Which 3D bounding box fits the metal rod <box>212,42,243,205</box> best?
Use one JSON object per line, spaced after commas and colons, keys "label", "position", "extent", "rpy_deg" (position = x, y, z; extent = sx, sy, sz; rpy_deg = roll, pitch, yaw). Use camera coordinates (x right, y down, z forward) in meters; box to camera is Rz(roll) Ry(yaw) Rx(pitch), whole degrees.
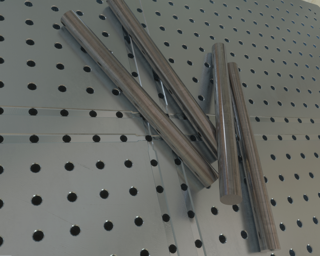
{"label": "metal rod", "position": [0.092, -0.030, 0.450], "extent": [0.025, 0.025, 0.300], "rpy_deg": [21, 46, -16]}

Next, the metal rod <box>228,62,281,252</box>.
{"label": "metal rod", "position": [0.130, 0.024, 0.462], "extent": [0.025, 0.025, 0.299], "rpy_deg": [10, 57, -23]}

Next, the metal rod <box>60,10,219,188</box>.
{"label": "metal rod", "position": [-0.030, -0.043, 0.417], "extent": [0.300, 0.025, 0.025], "rpy_deg": [49, 51, 6]}

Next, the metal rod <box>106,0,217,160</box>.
{"label": "metal rod", "position": [0.008, -0.083, 0.462], "extent": [0.025, 0.025, 0.299], "rpy_deg": [-25, 75, -37]}
